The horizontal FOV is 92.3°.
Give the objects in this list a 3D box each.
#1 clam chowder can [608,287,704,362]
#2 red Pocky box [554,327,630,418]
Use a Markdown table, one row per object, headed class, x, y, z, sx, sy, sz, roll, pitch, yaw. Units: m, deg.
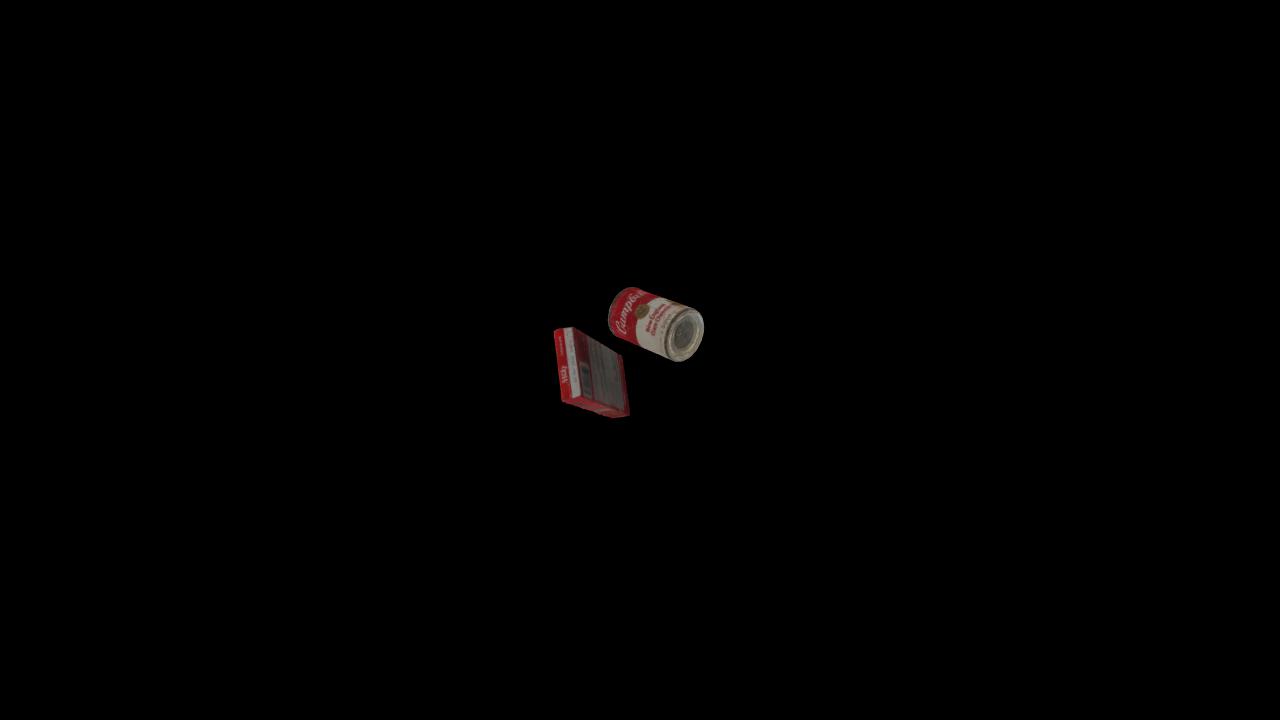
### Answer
| class | x | y | z | sx | sy | sz | roll | pitch | yaw |
| --- | --- | --- | --- | --- | --- | --- | --- | --- | --- |
| clam chowder can | 0.019 | -0.044 | 0.749 | 0.102 | 0.068 | 0.068 | 25 | 16 | 39 |
| red Pocky box | -0.054 | 0.020 | 0.728 | 0.028 | 0.083 | 0.155 | -14 | -16 | 16 |
